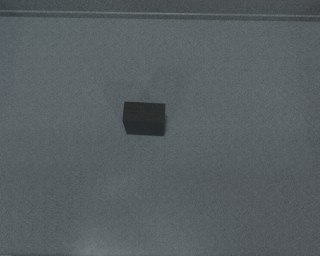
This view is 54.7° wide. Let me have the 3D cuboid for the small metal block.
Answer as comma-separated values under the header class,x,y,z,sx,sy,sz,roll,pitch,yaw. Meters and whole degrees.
class,x,y,z,sx,sy,sz,roll,pitch,yaw
small metal block,-0.019,-0.011,0.396,0.050,0.050,0.025,3,70,1
